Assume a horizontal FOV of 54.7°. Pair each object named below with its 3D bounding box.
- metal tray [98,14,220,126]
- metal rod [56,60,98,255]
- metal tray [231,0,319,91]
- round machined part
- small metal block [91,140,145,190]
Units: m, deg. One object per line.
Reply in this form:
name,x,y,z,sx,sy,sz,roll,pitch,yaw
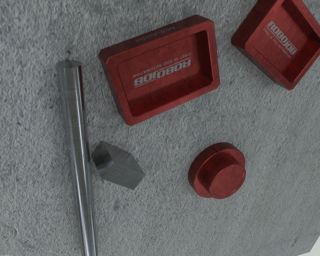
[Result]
metal tray,0.005,-0.068,0.365,0.131,0.030,0.090,-25,128,-14
metal rod,-0.099,0.063,0.392,0.025,0.025,0.298,-12,124,-23
metal tray,0.168,-0.119,0.423,0.131,0.030,0.090,26,104,-38
round machined part,0.098,0.075,0.498,0.099,0.042,0.097,-14,125,-21
small metal block,-0.053,0.047,0.392,0.050,0.050,0.025,30,102,-38
